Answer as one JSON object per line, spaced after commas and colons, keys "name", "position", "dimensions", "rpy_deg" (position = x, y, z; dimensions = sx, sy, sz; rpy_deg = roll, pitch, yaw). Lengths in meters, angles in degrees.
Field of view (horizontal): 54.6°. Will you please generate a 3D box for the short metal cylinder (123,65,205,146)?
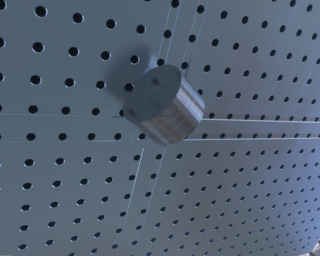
{"name": "short metal cylinder", "position": [0.004, -0.027, 0.361], "dimensions": [0.080, 0.080, 0.050], "rpy_deg": [-45, 129, 3]}
